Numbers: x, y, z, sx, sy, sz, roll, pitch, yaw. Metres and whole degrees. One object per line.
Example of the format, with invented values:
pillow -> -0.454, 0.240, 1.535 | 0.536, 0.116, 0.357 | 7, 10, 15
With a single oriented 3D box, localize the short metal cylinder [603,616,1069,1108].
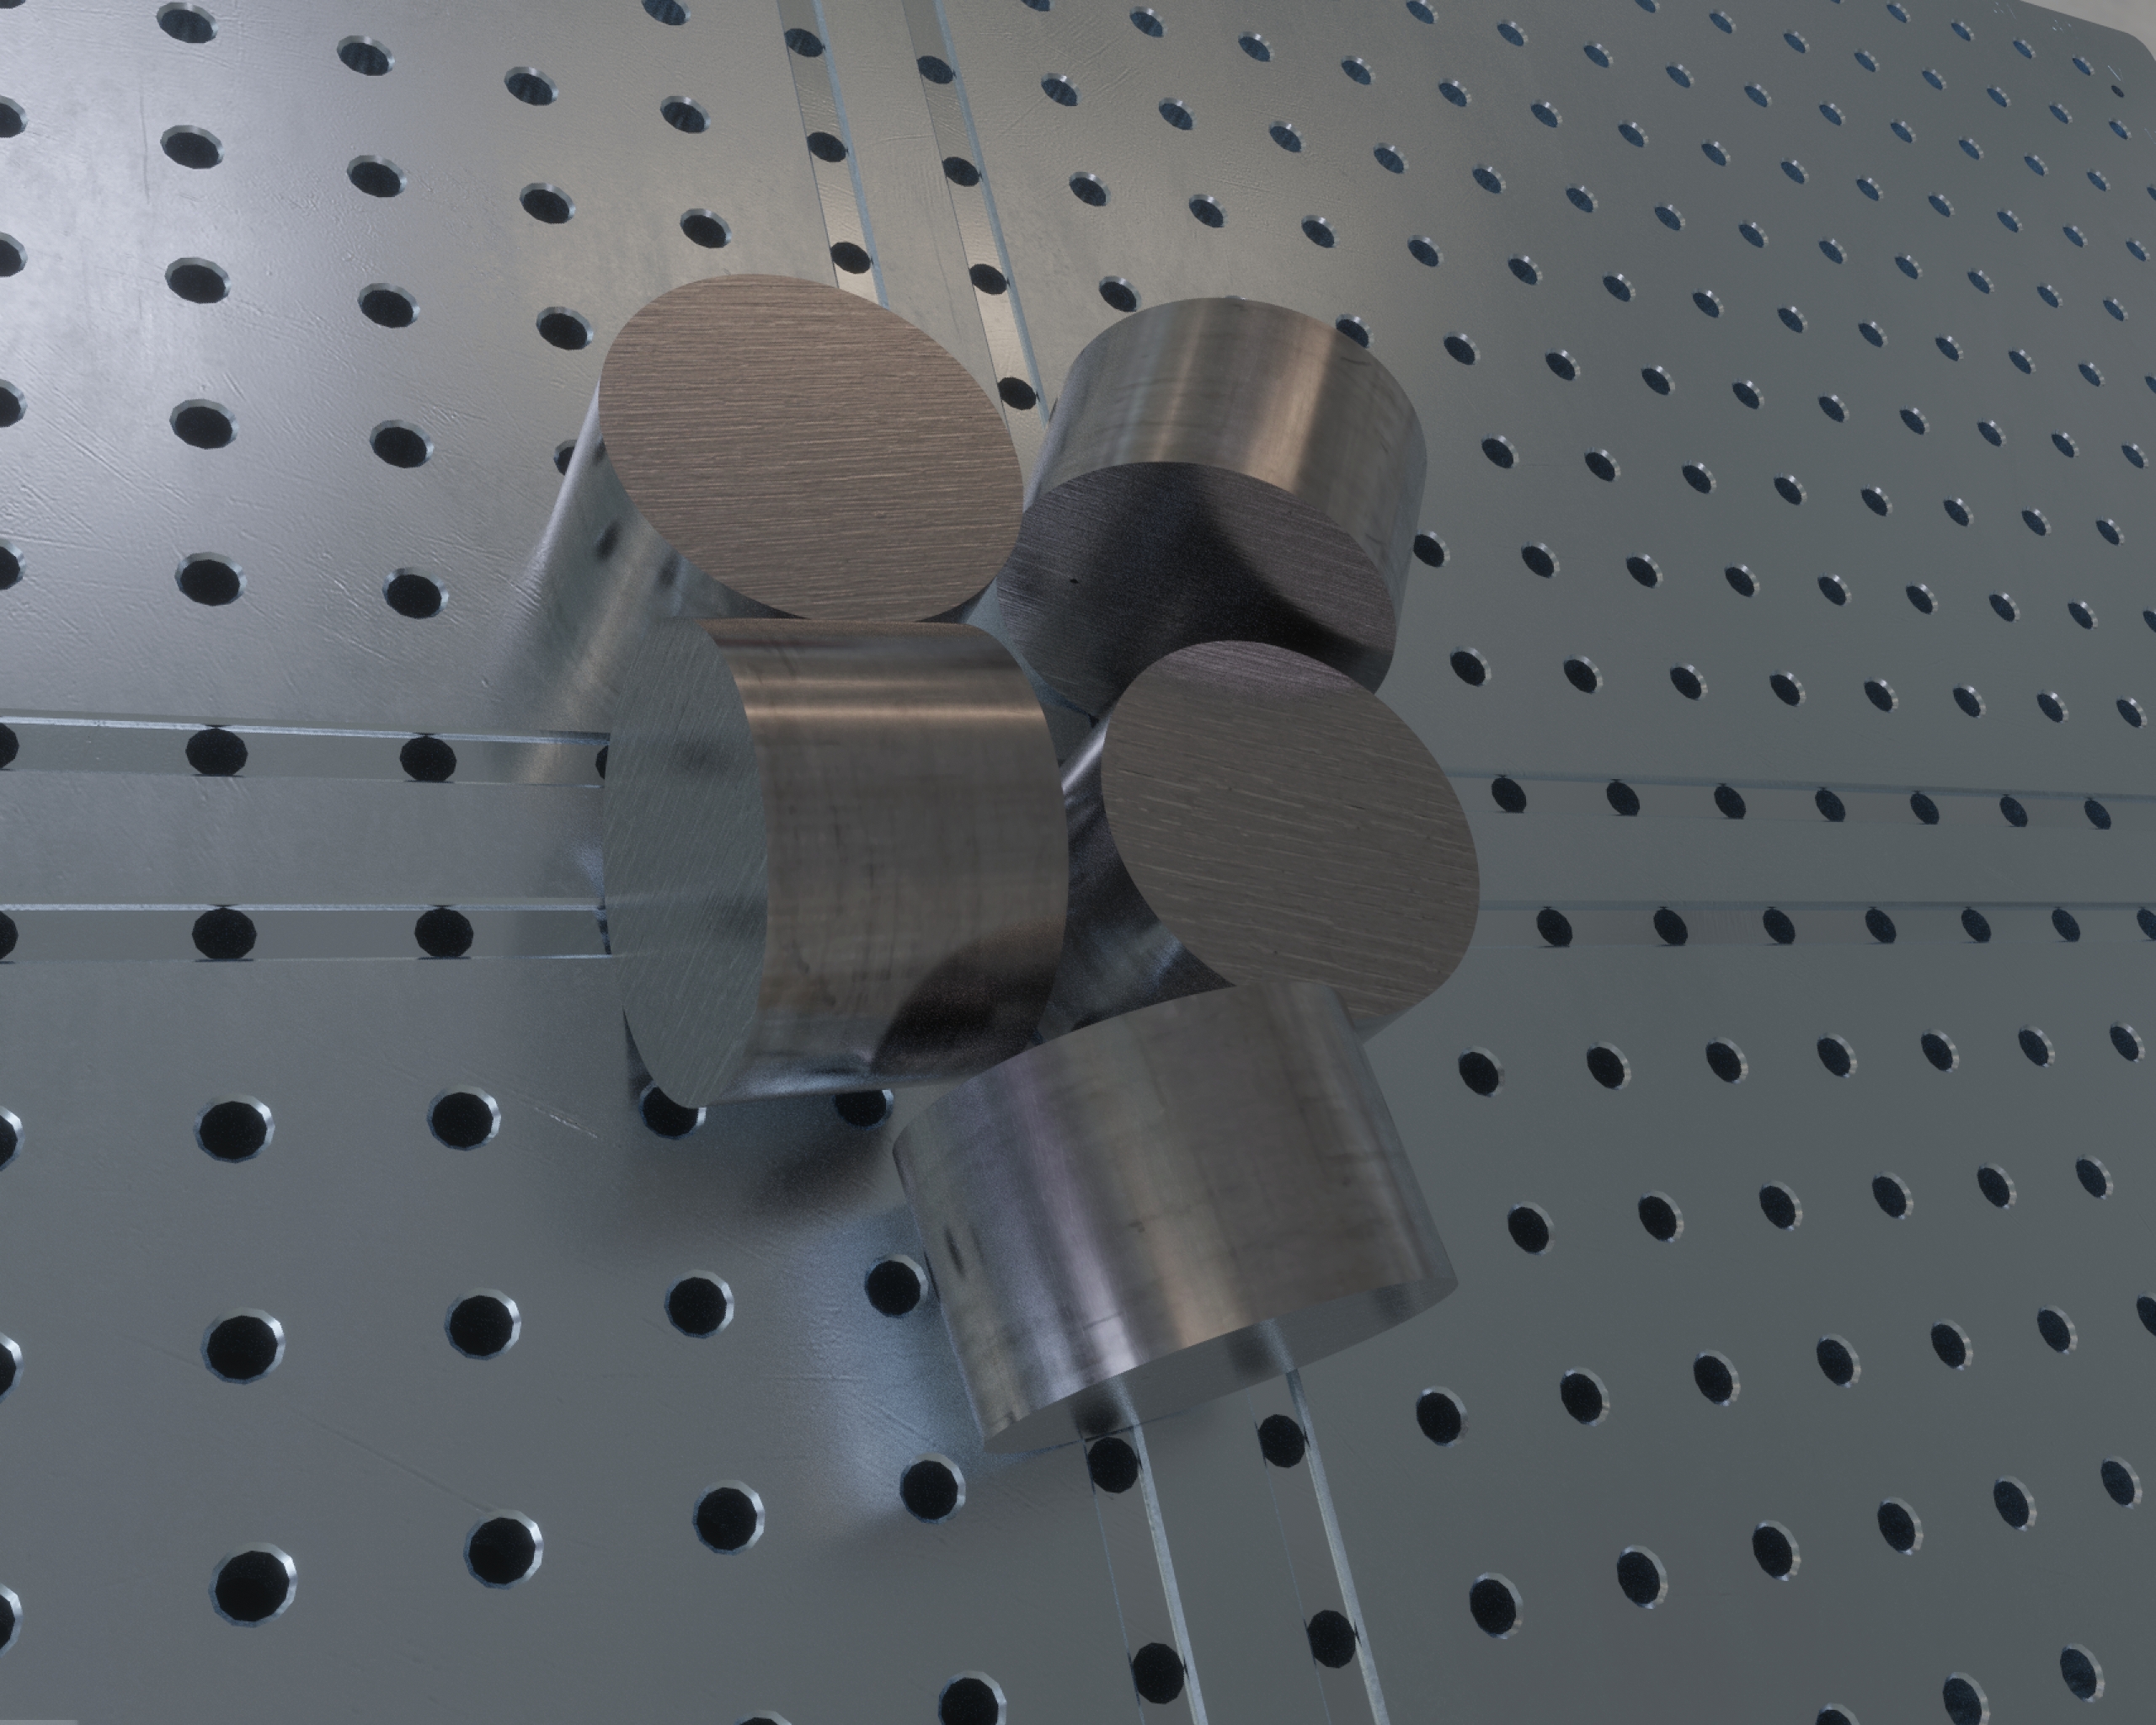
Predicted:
short metal cylinder -> -0.043, -0.001, 0.351 | 0.050, 0.080, 0.080 | -2, 63, -30

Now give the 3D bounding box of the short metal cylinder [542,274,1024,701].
short metal cylinder -> -0.057, -0.065, 0.400 | 0.081, 0.050, 0.080 | 13, 57, -20

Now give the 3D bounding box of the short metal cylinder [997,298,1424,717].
short metal cylinder -> 0.028, -0.068, 0.429 | 0.080, 0.080, 0.050 | 25, 52, -13

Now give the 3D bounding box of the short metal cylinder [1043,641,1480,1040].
short metal cylinder -> 0.030, 0.004, 0.405 | 0.081, 0.050, 0.080 | 14, 56, -21

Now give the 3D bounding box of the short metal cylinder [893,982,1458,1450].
short metal cylinder -> 0.015, 0.059, 0.344 | 0.081, 0.080, 0.050 | -7, 66, -31
